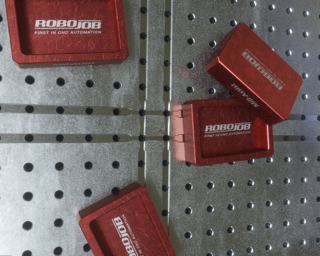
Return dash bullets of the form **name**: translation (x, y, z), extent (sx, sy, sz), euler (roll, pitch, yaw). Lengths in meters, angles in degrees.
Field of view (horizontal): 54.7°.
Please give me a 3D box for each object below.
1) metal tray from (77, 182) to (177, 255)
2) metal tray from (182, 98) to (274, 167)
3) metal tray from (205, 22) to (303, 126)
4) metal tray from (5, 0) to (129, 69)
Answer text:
- **metal tray**: translation (-0.038, 0.147, 0.397), extent (0.091, 0.030, 0.129), euler (-26, 99, -19)
- **metal tray**: translation (0.100, 0.003, 0.448), extent (0.131, 0.030, 0.089), euler (-5, 92, -20)
- **metal tray**: translation (0.138, -0.077, 0.442), extent (0.130, 0.030, 0.090), euler (39, 60, -10)
- **metal tray**: translation (-0.108, -0.121, 0.370), extent (0.131, 0.030, 0.089), euler (-7, 93, -20)
